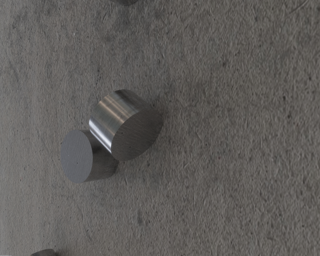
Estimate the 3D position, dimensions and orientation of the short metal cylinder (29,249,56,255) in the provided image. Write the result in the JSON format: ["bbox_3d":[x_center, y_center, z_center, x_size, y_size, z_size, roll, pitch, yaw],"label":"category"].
[{"bbox_3d":[-0.217,0.261,0.549,0.050,0.081,0.080,52,121,27],"label":"short metal cylinder"}]

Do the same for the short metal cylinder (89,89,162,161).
[{"bbox_3d":[-0.044,-0.004,0.406,0.050,0.081,0.080,41,115,32],"label":"short metal cylinder"}]

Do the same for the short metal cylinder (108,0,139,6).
[{"bbox_3d":[-0.060,-0.221,0.438,0.080,0.050,0.080,0,90,40],"label":"short metal cylinder"}]

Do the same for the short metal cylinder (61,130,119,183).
[{"bbox_3d":[-0.109,0.042,0.479,0.080,0.050,0.080,0,90,40],"label":"short metal cylinder"}]
